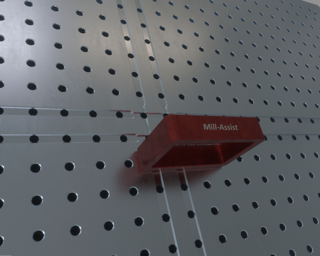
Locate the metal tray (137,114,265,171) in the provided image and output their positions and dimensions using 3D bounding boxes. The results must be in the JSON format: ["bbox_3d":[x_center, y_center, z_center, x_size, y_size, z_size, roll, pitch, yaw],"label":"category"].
[{"bbox_3d":[0.049,0.020,0.380,0.131,0.090,0.030,1,62,-28],"label":"metal tray"}]
